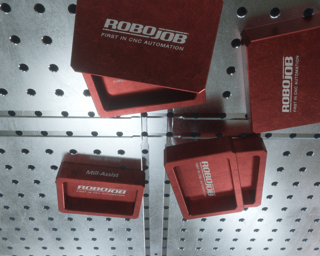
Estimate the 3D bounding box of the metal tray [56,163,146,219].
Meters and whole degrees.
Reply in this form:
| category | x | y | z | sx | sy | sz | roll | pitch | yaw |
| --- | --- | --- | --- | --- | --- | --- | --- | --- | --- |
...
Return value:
| category | x | y | z | sx | sy | sz | roll | pitch | yaw |
| --- | --- | --- | --- | --- | --- | --- | --- | --- | --- |
| metal tray | -0.093 | 0.102 | 0.494 | 0.131 | 0.030 | 0.089 | 7 | 130 | -6 |

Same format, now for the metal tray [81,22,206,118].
| category | x | y | z | sx | sy | sz | roll | pitch | yaw |
| --- | --- | --- | --- | --- | --- | --- | --- | --- | --- |
| metal tray | -0.017 | -0.062 | 0.354 | 0.131 | 0.030 | 0.090 | -8 | 130 | 6 |

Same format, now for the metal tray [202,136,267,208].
| category | x | y | z | sx | sy | sz | roll | pitch | yaw |
| --- | --- | --- | --- | --- | --- | --- | --- | --- | --- |
| metal tray | 0.108 | 0.073 | 0.470 | 0.090 | 0.030 | 0.129 | -6 | 130 | 5 |

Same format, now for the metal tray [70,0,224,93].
| category | x | y | z | sx | sy | sz | roll | pitch | yaw |
| --- | --- | --- | --- | --- | --- | --- | --- | --- | --- |
| metal tray | -0.014 | -0.090 | 0.300 | 0.131 | 0.030 | 0.089 | 10 | 104 | -1 |

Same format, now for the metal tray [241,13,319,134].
| category | x | y | z | sx | sy | sz | roll | pitch | yaw |
| --- | --- | --- | --- | --- | --- | --- | --- | --- | --- |
| metal tray | 0.147 | -0.057 | 0.361 | 0.090 | 0.030 | 0.129 | -11 | 130 | 9 |

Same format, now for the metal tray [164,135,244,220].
| category | x | y | z | sx | sy | sz | roll | pitch | yaw |
| --- | --- | --- | --- | --- | --- | --- | --- | --- | --- |
| metal tray | 0.064 | 0.074 | 0.430 | 0.090 | 0.030 | 0.130 | -11 | 129 | 9 |
